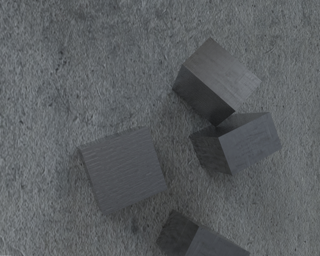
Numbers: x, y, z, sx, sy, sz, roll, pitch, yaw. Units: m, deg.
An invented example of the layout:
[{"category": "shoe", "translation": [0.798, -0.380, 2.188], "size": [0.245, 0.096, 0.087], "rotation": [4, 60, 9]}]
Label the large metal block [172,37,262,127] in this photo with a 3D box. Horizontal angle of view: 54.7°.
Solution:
[{"category": "large metal block", "translation": [0.067, -0.054, 0.393], "size": [0.080, 0.080, 0.050], "rotation": [42, 76, 4]}]

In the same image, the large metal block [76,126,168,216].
[{"category": "large metal block", "translation": [-0.047, 0.048, 0.378], "size": [0.081, 0.050, 0.080], "rotation": [-20, 97, -19]}]

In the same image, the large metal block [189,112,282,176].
[{"category": "large metal block", "translation": [0.098, 0.018, 0.416], "size": [0.081, 0.080, 0.050], "rotation": [-24, 99, -18]}]

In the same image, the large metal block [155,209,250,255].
[{"category": "large metal block", "translation": [0.052, 0.154, 0.399], "size": [0.080, 0.080, 0.050], "rotation": [32, 80, -17]}]
